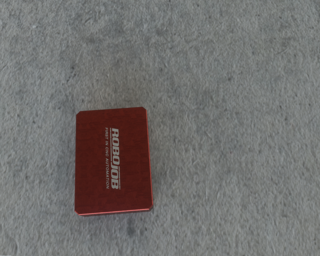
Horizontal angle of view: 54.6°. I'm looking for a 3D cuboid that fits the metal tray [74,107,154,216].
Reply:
[{"bbox_3d":[-0.058,0.041,0.390,0.090,0.030,0.130,-4,70,-2],"label":"metal tray"}]
